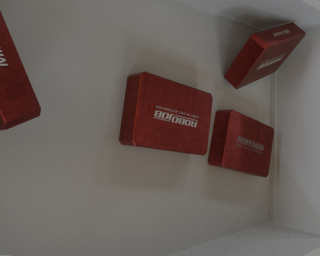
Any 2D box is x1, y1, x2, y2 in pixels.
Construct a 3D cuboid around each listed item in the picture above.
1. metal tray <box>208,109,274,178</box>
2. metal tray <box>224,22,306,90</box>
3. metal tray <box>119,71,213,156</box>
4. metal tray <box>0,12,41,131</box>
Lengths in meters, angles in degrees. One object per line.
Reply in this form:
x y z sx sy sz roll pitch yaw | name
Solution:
0.140 0.029 0.521 0.131 0.030 0.090 18 79 -39 | metal tray
0.173 -0.119 0.509 0.131 0.089 0.030 -25 66 -37 | metal tray
0.013 -0.014 0.414 0.131 0.030 0.090 11 83 -39 | metal tray
-0.150 -0.060 0.234 0.030 0.090 0.129 -35 112 -49 | metal tray
